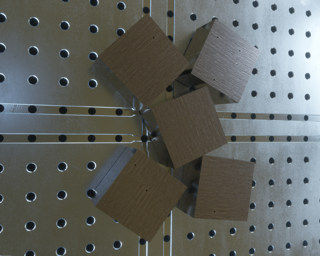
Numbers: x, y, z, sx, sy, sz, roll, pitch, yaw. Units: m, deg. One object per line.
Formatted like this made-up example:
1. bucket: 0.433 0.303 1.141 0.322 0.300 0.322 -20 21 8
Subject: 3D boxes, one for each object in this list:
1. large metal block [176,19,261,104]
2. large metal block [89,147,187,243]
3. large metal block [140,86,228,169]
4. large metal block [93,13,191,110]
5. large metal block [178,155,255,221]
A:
1. large metal block: 0.078 -0.087 0.427 0.080 0.050 0.080 28 81 -21
2. large metal block: -0.028 0.080 0.387 0.080 0.050 0.080 39 77 -16
3. large metal block: 0.031 -0.002 0.409 0.081 0.050 0.080 -24 98 -18
4. large metal block: -0.024 -0.080 0.390 0.080 0.050 0.080 -46 104 -14
5. large metal block: 0.077 0.080 0.427 0.081 0.050 0.080 10 87 -20
